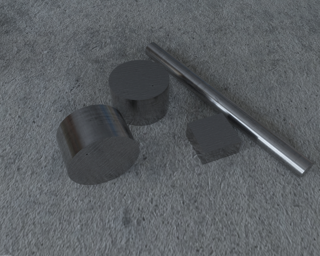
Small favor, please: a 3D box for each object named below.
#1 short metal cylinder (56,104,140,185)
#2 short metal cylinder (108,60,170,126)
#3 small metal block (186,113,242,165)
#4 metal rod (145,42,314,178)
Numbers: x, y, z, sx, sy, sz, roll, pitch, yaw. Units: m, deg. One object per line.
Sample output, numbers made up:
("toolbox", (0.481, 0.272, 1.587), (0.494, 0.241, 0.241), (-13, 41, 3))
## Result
("short metal cylinder", (-0.070, 0.020, 0.350), (0.081, 0.080, 0.050), (-20, 53, -16))
("short metal cylinder", (-0.028, -0.049, 0.428), (0.081, 0.050, 0.080), (0, 50, 0))
("small metal block", (0.067, 0.013, 0.393), (0.050, 0.025, 0.050), (-17, 52, -14))
("metal rod", (0.078, -0.040, 0.437), (0.025, 0.025, 0.300), (-31, 57, -24))
